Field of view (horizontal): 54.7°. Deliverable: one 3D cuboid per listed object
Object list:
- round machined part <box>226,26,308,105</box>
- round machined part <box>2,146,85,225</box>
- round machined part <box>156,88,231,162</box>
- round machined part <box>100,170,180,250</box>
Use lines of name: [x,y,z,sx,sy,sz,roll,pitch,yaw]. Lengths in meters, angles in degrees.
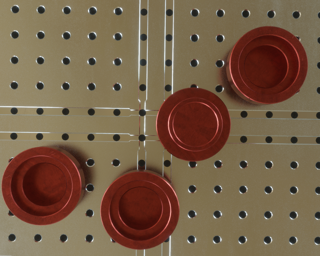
round machined part: [0.136,-0.079,0.407,0.099,0.042,0.097,0,90,-1]
round machined part: [-0.147,0.072,0.403,0.099,0.042,0.097,0,90,-1]
round machined part: [0.044,-0.005,0.406,0.099,0.042,0.097,0,90,-1]
round machined part: [-0.025,0.103,0.405,0.099,0.042,0.097,0,90,-1]
